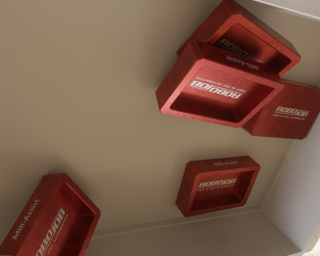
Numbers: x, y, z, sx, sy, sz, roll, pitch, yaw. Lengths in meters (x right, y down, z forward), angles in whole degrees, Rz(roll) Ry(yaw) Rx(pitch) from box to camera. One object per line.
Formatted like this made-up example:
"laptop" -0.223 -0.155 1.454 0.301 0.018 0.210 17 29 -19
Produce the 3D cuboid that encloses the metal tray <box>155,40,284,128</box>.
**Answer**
"metal tray" 0.072 -0.046 0.376 0.131 0.030 0.089 10 139 -29

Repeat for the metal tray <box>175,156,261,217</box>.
"metal tray" 0.097 0.096 0.517 0.131 0.030 0.089 -2 119 -28

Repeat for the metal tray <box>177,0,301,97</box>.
"metal tray" 0.098 -0.088 0.381 0.131 0.030 0.090 17 134 -35

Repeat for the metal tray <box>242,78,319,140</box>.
"metal tray" 0.200 -0.030 0.496 0.131 0.030 0.089 5 116 -31

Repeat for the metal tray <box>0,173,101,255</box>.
"metal tray" -0.124 0.128 0.354 0.030 0.130 0.090 -10 129 26
